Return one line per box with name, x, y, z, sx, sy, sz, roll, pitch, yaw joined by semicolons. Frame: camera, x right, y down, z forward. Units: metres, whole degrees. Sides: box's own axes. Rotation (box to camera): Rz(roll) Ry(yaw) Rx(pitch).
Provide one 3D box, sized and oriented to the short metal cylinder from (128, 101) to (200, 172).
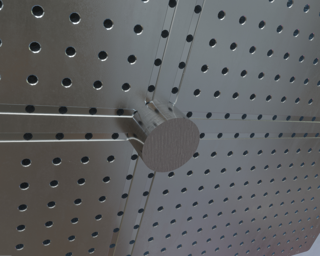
short metal cylinder;0.004;0.011;0.406;0.081;0.050;0.079;-14;125;-21
